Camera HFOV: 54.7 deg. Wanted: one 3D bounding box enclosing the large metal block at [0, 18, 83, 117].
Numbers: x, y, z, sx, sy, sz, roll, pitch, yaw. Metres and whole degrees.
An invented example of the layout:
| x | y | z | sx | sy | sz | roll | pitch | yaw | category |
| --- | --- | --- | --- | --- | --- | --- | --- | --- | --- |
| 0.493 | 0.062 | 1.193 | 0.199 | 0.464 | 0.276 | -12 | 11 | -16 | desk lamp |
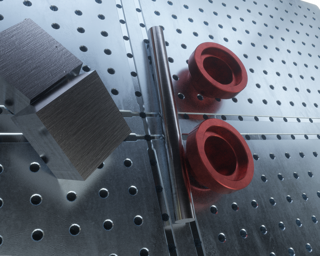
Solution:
| x | y | z | sx | sy | sz | roll | pitch | yaw | category |
| --- | --- | --- | --- | --- | --- | --- | --- | --- | --- |
| -0.150 | -0.066 | 0.351 | 0.080 | 0.050 | 0.080 | 40 | 51 | -1 | large metal block |

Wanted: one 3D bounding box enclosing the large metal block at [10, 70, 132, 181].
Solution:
| x | y | z | sx | sy | sz | roll | pitch | yaw | category |
| --- | --- | --- | --- | --- | --- | --- | --- | --- | --- |
| -0.088 | -0.003 | 0.324 | 0.080 | 0.050 | 0.080 | -49 | 122 | -39 | large metal block |

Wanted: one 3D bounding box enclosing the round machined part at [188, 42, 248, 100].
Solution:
| x | y | z | sx | sy | sz | roll | pitch | yaw | category |
| --- | --- | --- | --- | --- | --- | --- | --- | --- | --- |
| 0.088 | -0.086 | 0.497 | 0.099 | 0.042 | 0.098 | 14 | 56 | -21 | round machined part |

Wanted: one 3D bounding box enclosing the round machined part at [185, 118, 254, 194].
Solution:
| x | y | z | sx | sy | sz | roll | pitch | yaw | category |
| --- | --- | --- | --- | --- | --- | --- | --- | --- | --- |
| 0.073 | 0.039 | 0.406 | 0.099 | 0.042 | 0.098 | 19 | 53 | -28 | round machined part |

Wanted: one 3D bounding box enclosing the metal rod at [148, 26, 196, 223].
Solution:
| x | y | z | sx | sy | sz | roll | pitch | yaw | category |
| --- | --- | --- | --- | --- | --- | --- | --- | --- | --- |
| 0.011 | -0.024 | 0.428 | 0.025 | 0.025 | 0.299 | 6 | 59 | -25 | metal rod |
